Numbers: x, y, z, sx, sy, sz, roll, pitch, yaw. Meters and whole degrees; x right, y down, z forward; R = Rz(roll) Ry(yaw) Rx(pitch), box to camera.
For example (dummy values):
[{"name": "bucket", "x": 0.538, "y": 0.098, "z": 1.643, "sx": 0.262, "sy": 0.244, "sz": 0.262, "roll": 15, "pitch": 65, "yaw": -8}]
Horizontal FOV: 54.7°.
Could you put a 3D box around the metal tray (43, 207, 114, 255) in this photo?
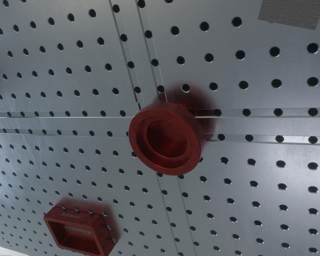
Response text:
[{"name": "metal tray", "x": -0.164, "y": 0.210, "z": 0.624, "sx": 0.130, "sy": 0.030, "sz": 0.089, "roll": 1, "pitch": 119, "yaw": 28}]

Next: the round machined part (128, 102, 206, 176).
[{"name": "round machined part", "x": 0.012, "y": 0.010, "z": 0.400, "sx": 0.098, "sy": 0.042, "sz": 0.097, "roll": 13, "pitch": 124, "yaw": 21}]

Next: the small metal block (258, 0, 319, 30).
[{"name": "small metal block", "x": 0.120, "y": -0.119, "z": 0.274, "sx": 0.050, "sy": 0.025, "sz": 0.050, "roll": 18, "pitch": 126, "yaw": 17}]
